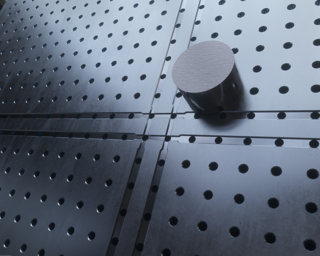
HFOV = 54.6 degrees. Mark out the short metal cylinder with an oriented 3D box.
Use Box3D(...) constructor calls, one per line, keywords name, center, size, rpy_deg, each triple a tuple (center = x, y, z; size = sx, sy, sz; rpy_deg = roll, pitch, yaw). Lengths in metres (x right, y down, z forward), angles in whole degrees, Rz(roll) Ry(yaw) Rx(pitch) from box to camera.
Box3D(name="short metal cylinder", center=(0.062, -0.065, 0.400), size=(0.080, 0.050, 0.080), rpy_deg=(-13, 56, 21))
